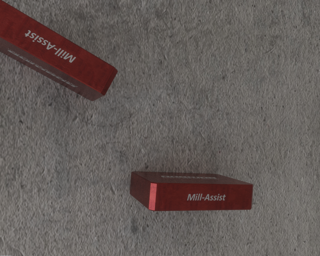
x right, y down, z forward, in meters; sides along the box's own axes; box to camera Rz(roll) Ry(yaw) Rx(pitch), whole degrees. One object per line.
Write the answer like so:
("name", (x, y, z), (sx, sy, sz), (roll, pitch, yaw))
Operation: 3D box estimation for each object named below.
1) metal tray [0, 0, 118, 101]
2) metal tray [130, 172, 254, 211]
("metal tray", (-0.117, -0.076, 0.330), (0.131, 0.090, 0.030), (29, 81, -18))
("metal tray", (0.037, 0.077, 0.387), (0.131, 0.090, 0.030), (5, 89, -20))
